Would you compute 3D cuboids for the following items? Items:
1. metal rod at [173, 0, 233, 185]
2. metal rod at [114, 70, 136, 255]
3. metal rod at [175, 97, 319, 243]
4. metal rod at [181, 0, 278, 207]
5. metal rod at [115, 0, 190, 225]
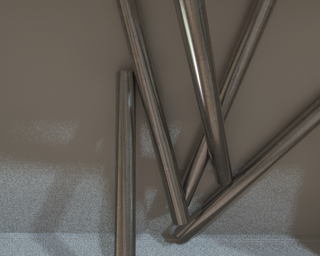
[{"bbox_3d":[0.053,-0.030,0.336,0.025,0.025,0.299,-15,134,5],"label":"metal rod"},{"bbox_3d":[-0.042,0.080,0.374,0.025,0.025,0.298,0,85,0],"label":"metal rod"},{"bbox_3d":[0.131,0.059,0.433,0.025,0.025,0.299,40,105,-14],"label":"metal rod"},{"bbox_3d":[0.078,-0.025,0.402,0.025,0.025,0.298,17,109,-7],"label":"metal rod"},{"bbox_3d":[-0.005,-0.012,0.392,0.025,0.025,0.298,-13,105,4],"label":"metal rod"}]
